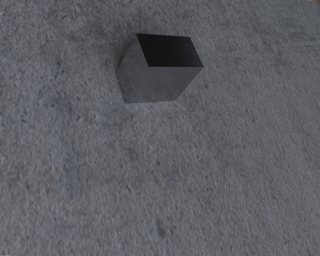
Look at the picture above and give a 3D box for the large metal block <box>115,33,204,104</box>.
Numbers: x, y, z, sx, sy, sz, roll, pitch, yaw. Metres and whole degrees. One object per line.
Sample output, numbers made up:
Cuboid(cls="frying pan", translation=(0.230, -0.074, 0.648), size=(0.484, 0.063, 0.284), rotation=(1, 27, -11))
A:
Cuboid(cls="large metal block", translation=(-0.003, -0.077, 0.413), size=(0.081, 0.080, 0.050), rotation=(-7, 65, -31))
